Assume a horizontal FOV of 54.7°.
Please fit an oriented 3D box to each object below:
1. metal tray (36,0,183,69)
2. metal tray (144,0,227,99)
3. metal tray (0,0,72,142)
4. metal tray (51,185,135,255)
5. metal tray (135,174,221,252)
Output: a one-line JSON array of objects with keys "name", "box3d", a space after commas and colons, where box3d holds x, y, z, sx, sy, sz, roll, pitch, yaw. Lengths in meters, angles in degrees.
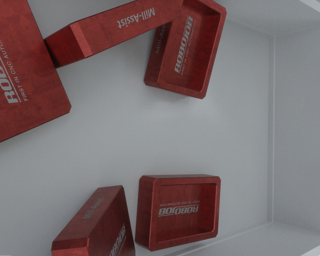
[{"name": "metal tray", "box3d": [-0.050, -0.103, 0.323, 0.131, 0.090, 0.030, -36, 113, -35]}, {"name": "metal tray", "box3d": [0.036, -0.111, 0.417, 0.091, 0.030, 0.129, 9, 97, -40]}, {"name": "metal tray", "box3d": [-0.148, -0.058, 0.280, 0.091, 0.030, 0.129, -31, 109, -36]}, {"name": "metal tray", "box3d": [-0.057, 0.121, 0.304, 0.130, 0.030, 0.089, -59, 140, -80]}, {"name": "metal tray", "box3d": [0.030, 0.112, 0.430, 0.131, 0.030, 0.089, 6, 86, -40]}]
